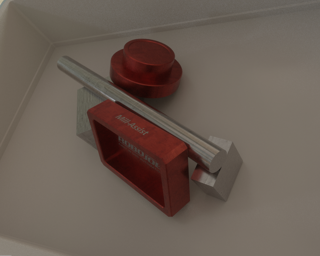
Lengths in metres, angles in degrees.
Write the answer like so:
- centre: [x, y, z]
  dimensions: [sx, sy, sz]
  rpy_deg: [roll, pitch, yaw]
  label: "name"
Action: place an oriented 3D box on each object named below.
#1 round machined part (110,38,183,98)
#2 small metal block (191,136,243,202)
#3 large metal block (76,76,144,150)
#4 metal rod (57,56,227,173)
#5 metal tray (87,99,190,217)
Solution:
- centre: [-0.017, -0.087, 0.420]
  dimensions: [0.099, 0.042, 0.098]
  rpy_deg: [8, 42, -7]
  label: "round machined part"
- centre: [0.062, 0.044, 0.328]
  dimensions: [0.025, 0.050, 0.050]
  rpy_deg: [15, 70, 34]
  label: "small metal block"
- centre: [-0.068, -0.025, 0.437]
  dimensions: [0.080, 0.050, 0.080]
  rpy_deg: [-20, 54, 16]
  label: "large metal block"
- centre: [-0.045, -0.033, 0.381]
  dimensions: [0.300, 0.025, 0.025]
  rpy_deg: [33, 80, 38]
  label: "metal rod"
- centre: [-0.026, 0.031, 0.351]
  dimensions: [0.030, 0.089, 0.130]
  rpy_deg: [-34, 46, -30]
  label: "metal tray"
